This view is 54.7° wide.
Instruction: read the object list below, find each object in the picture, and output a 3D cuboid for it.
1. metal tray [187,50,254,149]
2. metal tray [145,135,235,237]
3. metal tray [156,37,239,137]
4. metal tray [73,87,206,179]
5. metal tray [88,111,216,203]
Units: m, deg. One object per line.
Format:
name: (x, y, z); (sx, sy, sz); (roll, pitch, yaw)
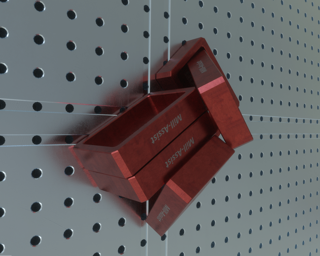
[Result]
metal tray: (0.073, -0.041, 0.398); (0.090, 0.030, 0.130); (58, 12, -24)
metal tray: (0.033, 0.074, 0.379); (0.030, 0.129, 0.091); (41, 56, 14)
metal tray: (0.061, -0.054, 0.458); (0.090, 0.030, 0.130); (-51, 120, -28)
metal tray: (-0.022, 0.000, 0.350); (0.131, 0.090, 0.030); (-40, 115, -33)
metal tray: (-0.008, 0.025, 0.360); (0.131, 0.090, 0.030); (-40, 115, -33)
